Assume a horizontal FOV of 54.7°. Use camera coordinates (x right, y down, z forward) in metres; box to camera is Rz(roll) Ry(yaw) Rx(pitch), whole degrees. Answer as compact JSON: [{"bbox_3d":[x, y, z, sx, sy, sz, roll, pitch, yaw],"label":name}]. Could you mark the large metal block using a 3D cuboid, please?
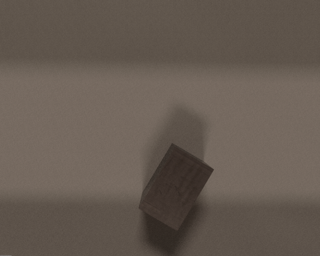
[{"bbox_3d":[0.018,0.068,0.384,0.050,0.080,0.080,31,90,-1],"label":"large metal block"}]
